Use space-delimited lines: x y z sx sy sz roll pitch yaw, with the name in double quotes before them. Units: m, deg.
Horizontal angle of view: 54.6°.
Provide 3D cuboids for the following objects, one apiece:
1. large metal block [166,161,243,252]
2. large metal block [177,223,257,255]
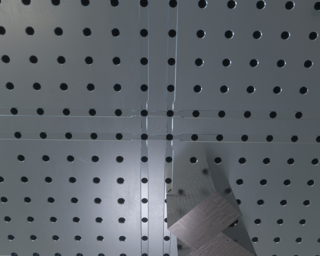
"large metal block" 0.056 0.104 0.422 0.080 0.080 0.050 -42 105 14
"large metal block" 0.083 0.182 0.467 0.080 0.050 0.080 38 106 -13
